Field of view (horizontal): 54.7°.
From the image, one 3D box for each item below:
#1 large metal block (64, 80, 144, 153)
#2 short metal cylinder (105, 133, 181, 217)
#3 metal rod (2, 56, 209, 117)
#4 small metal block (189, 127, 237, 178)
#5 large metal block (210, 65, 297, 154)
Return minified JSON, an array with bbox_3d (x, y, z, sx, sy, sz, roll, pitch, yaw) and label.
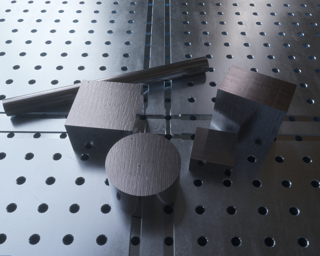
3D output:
[{"bbox_3d":[-0.067,-0.015,0.403,0.080,0.050,0.080,5,50,4],"label":"large metal block"},{"bbox_3d":[-0.018,0.052,0.348,0.081,0.050,0.080,0,50,0],"label":"short metal cylinder"},{"bbox_3d":[-0.070,-0.065,0.460,0.302,0.025,0.025,-15,52,-13],"label":"metal rod"},{"bbox_3d":[0.065,0.029,0.384,0.050,0.025,0.050,10,51,8],"label":"small metal block"},{"bbox_3d":[0.114,-0.023,0.393,0.080,0.080,0.050,22,54,17],"label":"large metal block"}]
